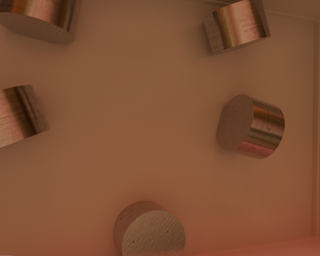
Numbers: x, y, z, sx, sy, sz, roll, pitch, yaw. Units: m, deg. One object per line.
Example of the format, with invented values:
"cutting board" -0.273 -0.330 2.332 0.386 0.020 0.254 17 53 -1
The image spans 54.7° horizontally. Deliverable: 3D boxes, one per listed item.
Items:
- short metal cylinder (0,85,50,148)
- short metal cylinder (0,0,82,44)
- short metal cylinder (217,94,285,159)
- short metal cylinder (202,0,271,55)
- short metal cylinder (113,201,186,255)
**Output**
"short metal cylinder" -0.163 -0.008 0.321 0.081 0.080 0.050 -22 98 -19
"short metal cylinder" -0.129 -0.130 0.334 0.081 0.080 0.050 12 86 -20
"short metal cylinder" 0.123 -0.001 0.429 0.050 0.080 0.080 17 84 -20
"short metal cylinder" 0.104 -0.135 0.421 0.081 0.080 0.050 -19 97 -19
"short metal cylinder" -0.015 0.138 0.393 0.081 0.050 0.079 0 90 -21
